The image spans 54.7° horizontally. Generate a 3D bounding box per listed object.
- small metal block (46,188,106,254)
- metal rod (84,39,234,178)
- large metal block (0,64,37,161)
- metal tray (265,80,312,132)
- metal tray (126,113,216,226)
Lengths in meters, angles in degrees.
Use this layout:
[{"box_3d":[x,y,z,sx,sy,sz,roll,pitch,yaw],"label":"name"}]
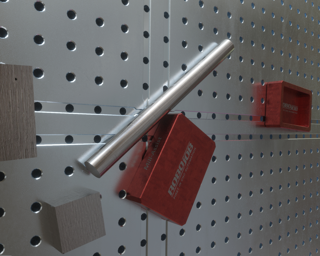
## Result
[{"box_3d":[-0.090,0.099,0.335,0.050,0.025,0.050,-12,98,-40],"label":"small metal block"},{"box_3d":[0.017,-0.043,0.425,0.301,0.025,0.025,-44,117,-31],"label":"metal rod"},{"box_3d":[-0.156,-0.012,0.263,0.081,0.050,0.079,-4,93,-40],"label":"large metal block"},{"box_3d":[0.265,-0.041,0.631,0.131,0.030,0.089,6,86,-40],"label":"metal tray"},{"box_3d":[0.020,0.056,0.425,0.090,0.030,0.130,39,66,-34],"label":"metal tray"}]
